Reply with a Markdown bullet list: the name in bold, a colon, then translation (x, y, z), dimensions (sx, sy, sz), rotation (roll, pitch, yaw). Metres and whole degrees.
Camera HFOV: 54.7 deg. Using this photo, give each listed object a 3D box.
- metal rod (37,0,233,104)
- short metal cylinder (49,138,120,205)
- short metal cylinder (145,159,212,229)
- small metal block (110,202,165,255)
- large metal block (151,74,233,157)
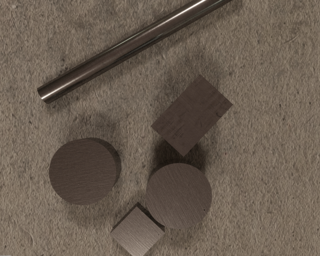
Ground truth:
- **metal rod**: translation (-0.023, -0.116, 0.409), dimensions (0.301, 0.025, 0.025), rotation (-30, 90, -1)
- **short metal cylinder**: translation (-0.093, 0.053, 0.396), dimensions (0.081, 0.050, 0.079), rotation (0, 90, -1)
- **short metal cylinder**: translation (0.023, 0.082, 0.398), dimensions (0.081, 0.050, 0.079), rotation (0, 90, -1)
- **small metal block**: translation (-0.029, 0.136, 0.410), dimensions (0.050, 0.025, 0.050), rotation (44, 90, -1)
- **large metal block**: translation (0.035, -0.014, 0.383), dimensions (0.050, 0.080, 0.080), rotation (43, 90, -1)
